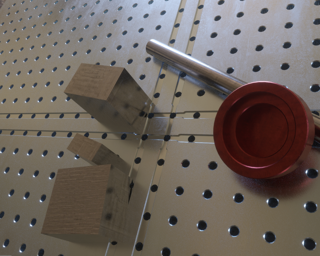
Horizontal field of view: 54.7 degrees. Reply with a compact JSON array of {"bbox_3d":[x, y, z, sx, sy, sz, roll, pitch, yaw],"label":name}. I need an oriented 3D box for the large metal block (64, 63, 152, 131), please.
[{"bbox_3d":[-0.071,-0.044,0.437,0.080,0.080,0.050,13,69,33],"label":"large metal block"}]

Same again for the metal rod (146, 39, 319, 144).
[{"bbox_3d":[0.082,-0.059,0.401,0.025,0.025,0.300,-49,52,-6],"label":"metal rod"}]

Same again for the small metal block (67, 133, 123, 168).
[{"bbox_3d":[-0.087,0.035,0.417,0.050,0.050,0.025,19,72,35],"label":"small metal block"}]

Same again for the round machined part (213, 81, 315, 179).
[{"bbox_3d":[0.109,0.004,0.322,0.098,0.042,0.097,-7,79,40],"label":"round machined part"}]

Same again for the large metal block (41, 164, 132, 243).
[{"bbox_3d":[-0.087,0.094,0.380,0.080,0.050,0.080,-8,58,24],"label":"large metal block"}]
